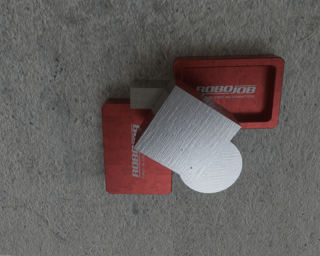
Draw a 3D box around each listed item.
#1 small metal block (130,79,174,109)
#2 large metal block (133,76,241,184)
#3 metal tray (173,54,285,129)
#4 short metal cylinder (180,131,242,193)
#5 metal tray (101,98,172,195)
[{"bbox_3d":[-0.009,-0.043,0.382,0.050,0.050,0.025,1,110,-1],"label":"small metal block"},{"bbox_3d":[0.028,0.001,0.344,0.080,0.050,0.080,31,107,-11],"label":"large metal block"},{"bbox_3d":[0.083,-0.045,0.392,0.131,0.030,0.089,-2,110,0],"label":"metal tray"},{"bbox_3d":[0.063,0.039,0.412,0.080,0.050,0.079,0,110,0],"label":"short metal cylinder"},{"bbox_3d":[-0.028,0.026,0.419,0.091,0.030,0.129,1,110,0],"label":"metal tray"}]
